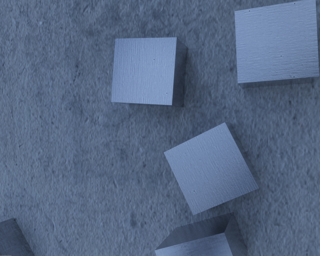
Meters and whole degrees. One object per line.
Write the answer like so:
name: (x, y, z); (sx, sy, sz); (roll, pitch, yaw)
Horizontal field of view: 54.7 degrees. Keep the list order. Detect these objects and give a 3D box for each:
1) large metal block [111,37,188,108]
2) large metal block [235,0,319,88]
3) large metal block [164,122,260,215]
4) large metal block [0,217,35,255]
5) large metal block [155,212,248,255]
large metal block: (-0.013, -0.070, 0.399); (0.080, 0.050, 0.079); (5, 92, 19)
large metal block: (0.130, -0.090, 0.350); (0.080, 0.050, 0.079); (-3, 89, 19)
large metal block: (0.064, 0.047, 0.373); (0.080, 0.050, 0.080); (-28, 81, 17)
large metal block: (-0.254, 0.201, 0.483); (0.080, 0.050, 0.080); (-38, 78, 16)
large metal block: (0.052, 0.143, 0.361); (0.080, 0.080, 0.050); (-22, 83, 18)
